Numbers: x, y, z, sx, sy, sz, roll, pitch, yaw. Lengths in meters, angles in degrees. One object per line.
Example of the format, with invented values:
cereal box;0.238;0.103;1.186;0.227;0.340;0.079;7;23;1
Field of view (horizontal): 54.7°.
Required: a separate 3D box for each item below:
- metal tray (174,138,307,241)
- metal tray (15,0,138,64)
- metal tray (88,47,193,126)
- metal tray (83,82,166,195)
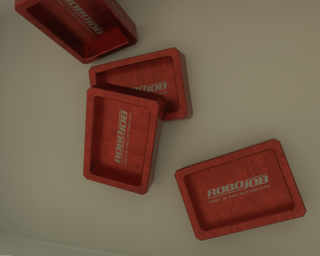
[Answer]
metal tray;0.093;0.074;0.374;0.130;0.030;0.090;-21;83;18
metal tray;-0.098;-0.137;0.386;0.090;0.130;0.030;-18;65;19
metal tray;-0.027;-0.048;0.416;0.130;0.030;0.089;-9;87;19
metal tray;-0.048;0.014;0.395;0.090;0.030;0.129;13;114;11
